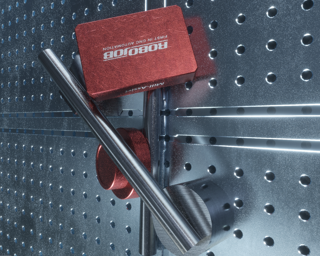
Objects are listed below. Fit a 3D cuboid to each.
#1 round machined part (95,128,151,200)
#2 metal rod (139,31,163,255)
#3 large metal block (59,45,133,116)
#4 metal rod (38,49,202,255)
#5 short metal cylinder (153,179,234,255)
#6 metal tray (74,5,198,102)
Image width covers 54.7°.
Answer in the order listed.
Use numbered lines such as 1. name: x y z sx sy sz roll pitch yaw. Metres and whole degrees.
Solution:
1. round machined part: -0.056 0.048 0.421 0.098 0.042 0.097 -1 89 57
2. metal rod: -0.011 0.020 0.417 0.025 0.025 0.298 3 92 39
3. large metal block: -0.083 -0.065 0.441 0.050 0.081 0.080 49 119 28
4. metal rod: -0.059 0.013 0.364 0.300 0.025 0.025 50 119 19
5. short metal cylinder: 0.038 0.103 0.361 0.080 0.050 0.079 0 90 39
6. metal tray: -0.029 -0.091 0.376 0.131 0.030 0.090 -13 79 -4
